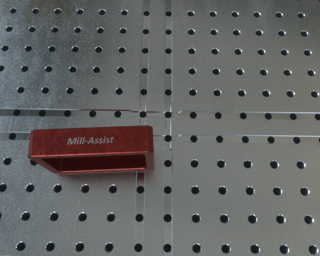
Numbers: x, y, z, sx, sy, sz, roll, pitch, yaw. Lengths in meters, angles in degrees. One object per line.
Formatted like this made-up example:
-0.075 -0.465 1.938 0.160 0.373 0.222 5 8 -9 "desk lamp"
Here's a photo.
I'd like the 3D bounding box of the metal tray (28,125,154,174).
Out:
-0.073 0.028 0.366 0.131 0.090 0.030 -2 70 -1 "metal tray"
